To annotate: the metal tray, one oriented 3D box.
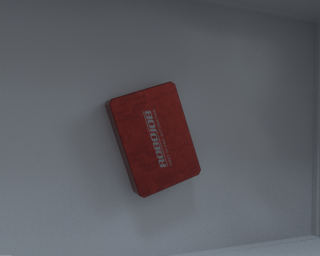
[{"bbox_3d":[-0.008,0.014,0.406,0.091,0.030,0.129,-20,97,-19],"label":"metal tray"}]
